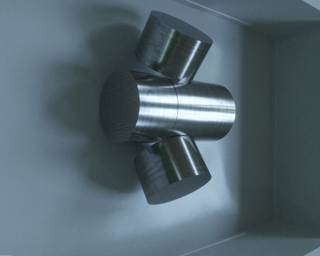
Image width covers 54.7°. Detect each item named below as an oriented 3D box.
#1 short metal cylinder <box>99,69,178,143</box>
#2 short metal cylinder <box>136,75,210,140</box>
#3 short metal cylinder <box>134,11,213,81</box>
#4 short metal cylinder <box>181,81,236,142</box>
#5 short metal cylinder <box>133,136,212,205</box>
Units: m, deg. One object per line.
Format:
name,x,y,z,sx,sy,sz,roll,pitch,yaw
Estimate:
short metal cylinder,-0.026,-0.023,0.347,0.050,0.080,0.080,2,89,-40
short metal cylinder,0.014,-0.022,0.380,0.050,0.080,0.080,2,89,-40
short metal cylinder,0.016,-0.099,0.372,0.081,0.080,0.050,2,127,-40
short metal cylinder,0.052,-0.022,0.412,0.050,0.080,0.080,2,89,-40
short metal cylinder,0.014,0.052,0.371,0.081,0.080,0.050,0,56,-40
